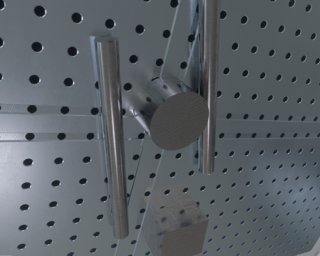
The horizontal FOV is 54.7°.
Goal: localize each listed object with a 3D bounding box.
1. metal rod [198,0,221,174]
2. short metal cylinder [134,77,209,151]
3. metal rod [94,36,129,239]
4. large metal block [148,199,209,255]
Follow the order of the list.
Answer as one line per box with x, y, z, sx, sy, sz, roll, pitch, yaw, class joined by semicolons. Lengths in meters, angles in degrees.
0.064;-0.059;0.409;0.025;0.025;0.298;-17;126;-19;metal rod
0.014;-0.019;0.392;0.081;0.050;0.079;-14;124;-21;short metal cylinder
-0.058;0.035;0.400;0.025;0.025;0.298;-13;124;-21;metal rod
0.028;0.175;0.519;0.081;0.050;0.079;-9;123;-24;large metal block
